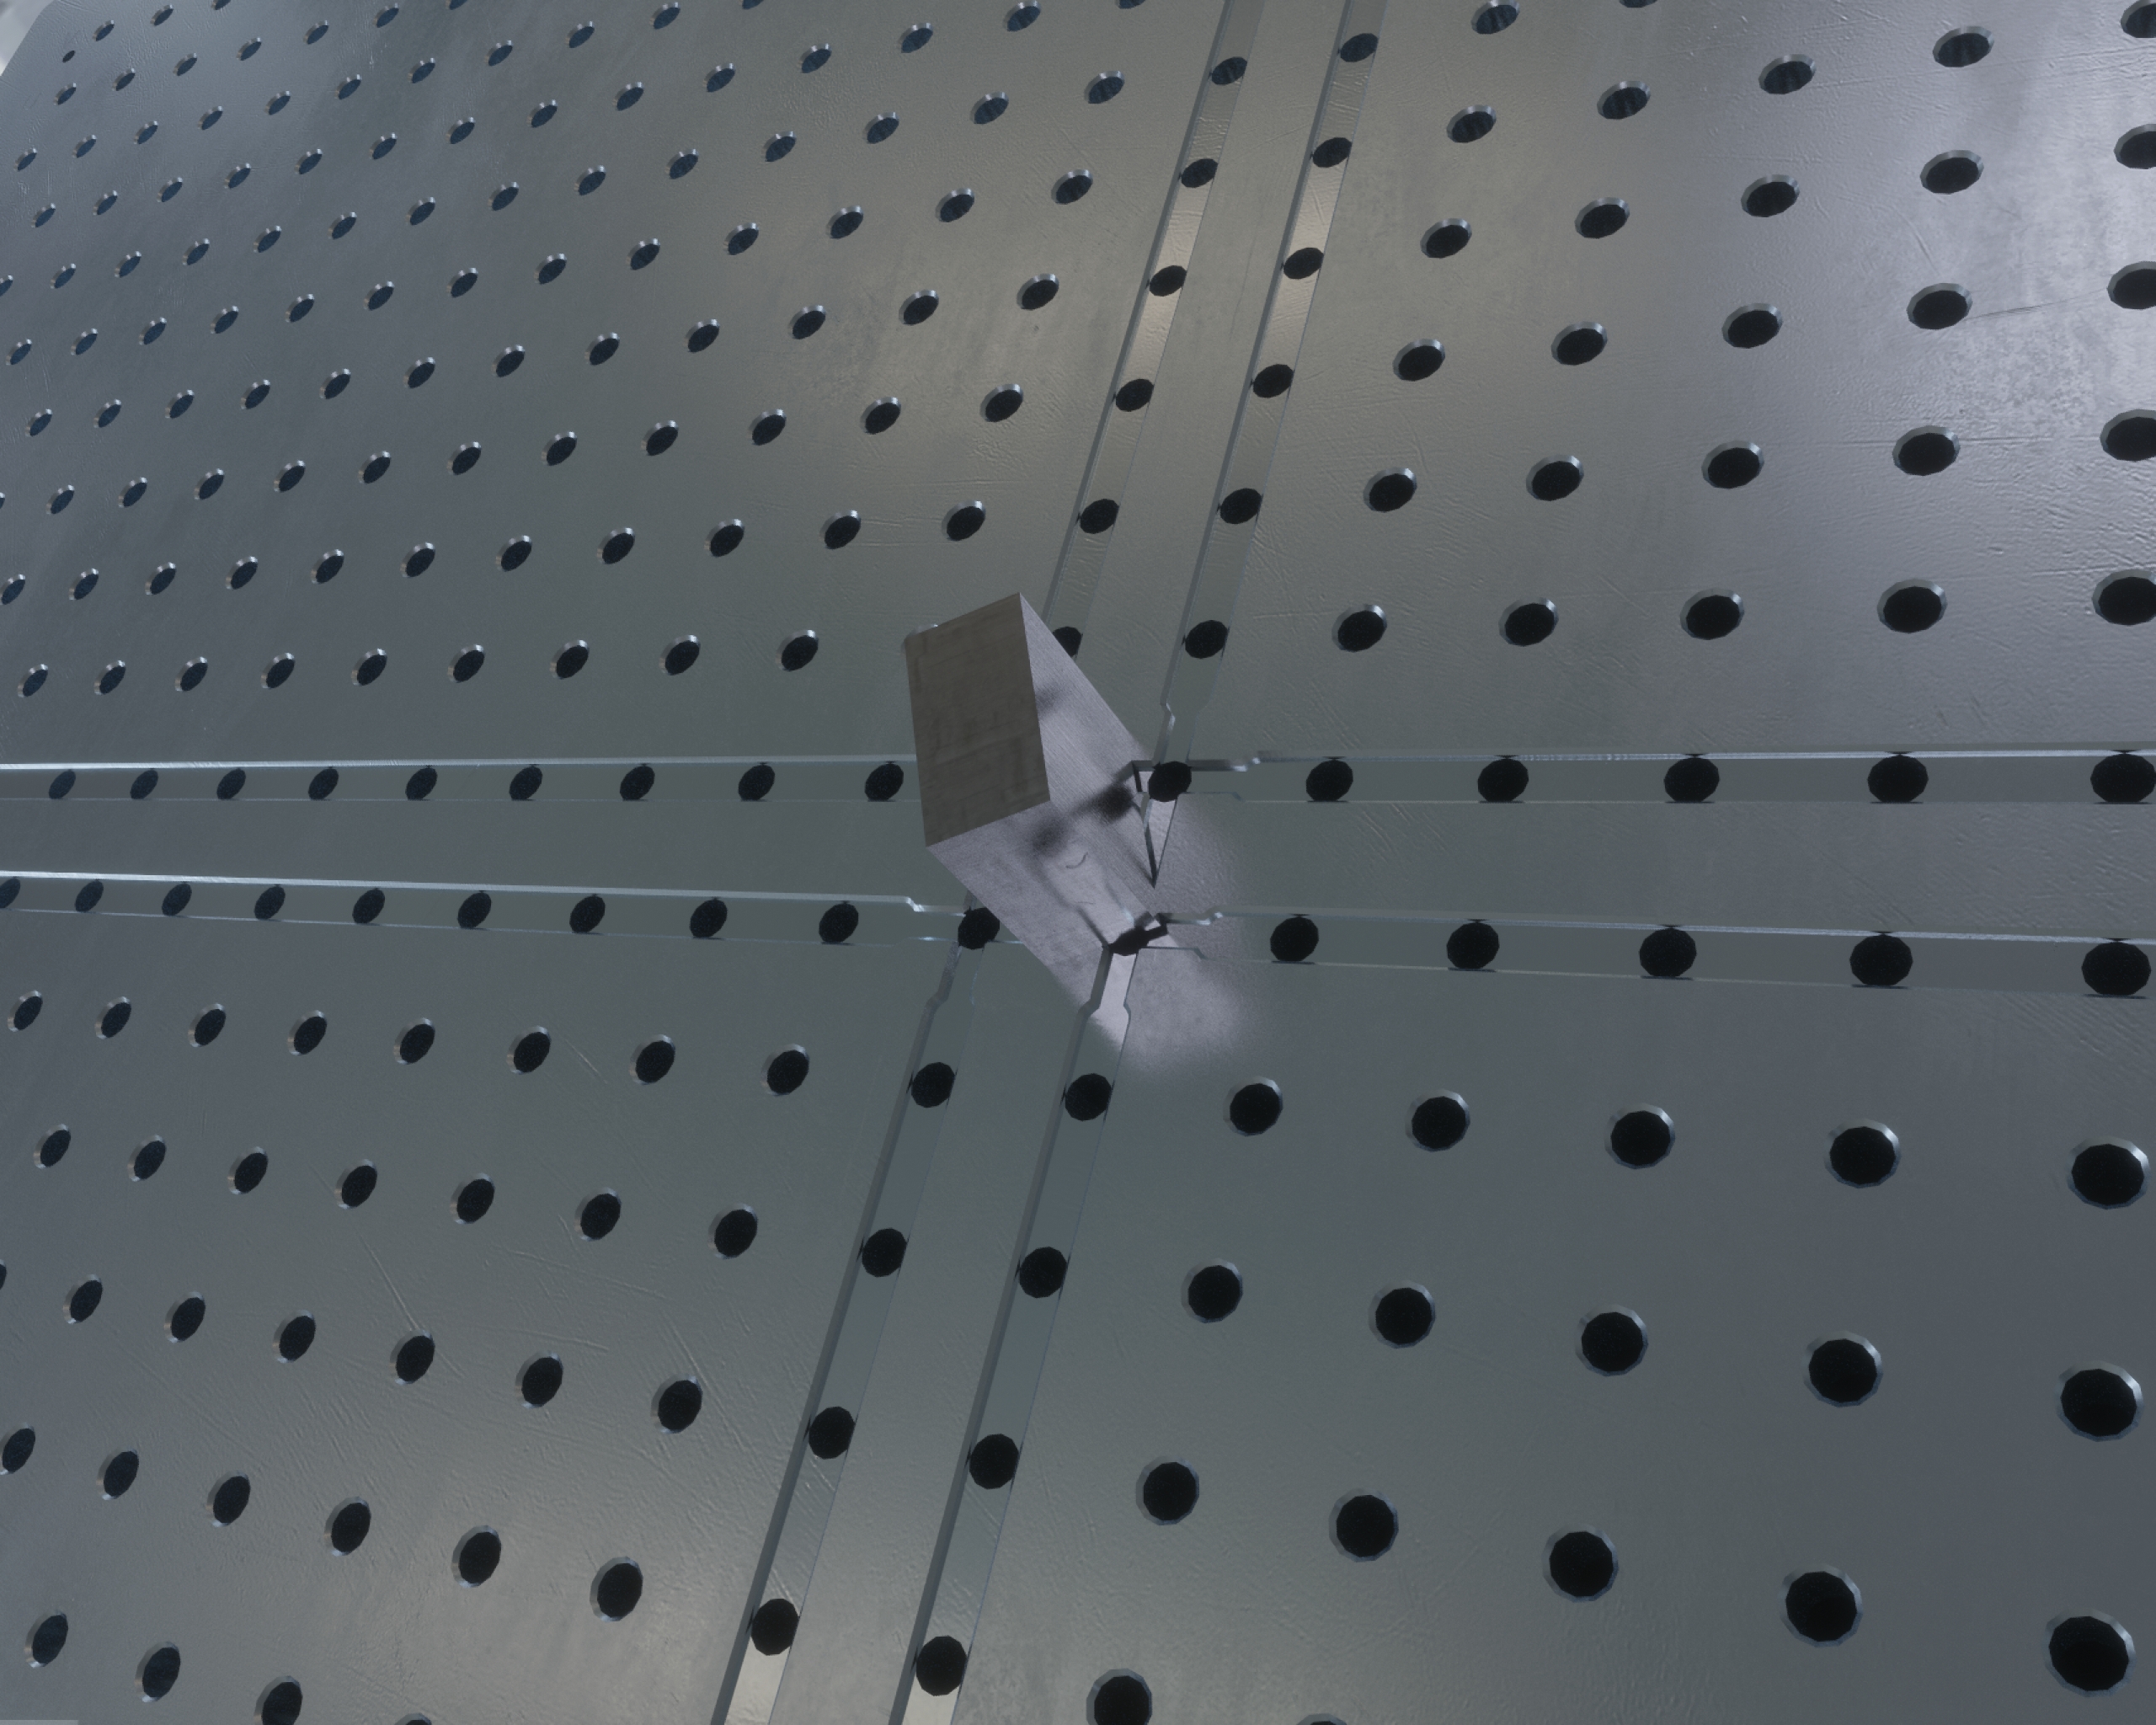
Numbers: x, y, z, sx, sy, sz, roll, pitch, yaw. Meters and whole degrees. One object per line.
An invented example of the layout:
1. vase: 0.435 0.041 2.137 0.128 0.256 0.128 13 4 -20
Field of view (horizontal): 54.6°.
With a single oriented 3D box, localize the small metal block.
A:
1. small metal block: -0.009 -0.015 0.407 0.025 0.050 0.050 -20 54 16
